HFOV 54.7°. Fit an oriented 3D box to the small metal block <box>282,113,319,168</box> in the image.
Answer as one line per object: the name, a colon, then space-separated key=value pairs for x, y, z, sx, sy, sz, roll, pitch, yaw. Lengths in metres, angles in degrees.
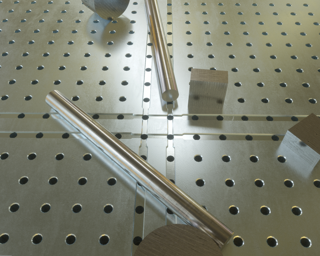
small metal block: x=0.196 y=0.015 z=0.396 sx=0.050 sy=0.025 sz=0.050 roll=-29 pitch=56 yaw=-22

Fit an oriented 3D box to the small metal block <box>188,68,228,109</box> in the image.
small metal block: x=0.067 y=-0.055 z=0.438 sx=0.050 sy=0.050 sz=0.025 roll=5 pitch=50 yaw=4

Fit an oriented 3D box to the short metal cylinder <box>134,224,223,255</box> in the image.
short metal cylinder: x=0.016 y=0.135 z=0.278 sx=0.081 sy=0.050 sz=0.080 roll=0 pitch=50 yaw=0

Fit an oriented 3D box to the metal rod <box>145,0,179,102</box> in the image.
metal rod: x=-0.003 y=-0.160 z=0.542 sx=0.025 sy=0.025 sz=0.300 roll=-5 pitch=50 yaw=-5

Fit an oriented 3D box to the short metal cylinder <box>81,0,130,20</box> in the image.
short metal cylinder: x=-0.103 y=-0.253 z=0.583 sx=0.080 sy=0.080 sz=0.050 roll=-33 pitch=58 yaw=-25

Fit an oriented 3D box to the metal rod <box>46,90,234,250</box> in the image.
metal rod: x=-0.043 y=0.036 z=0.376 sx=0.300 sy=0.025 sz=0.025 roll=36 pitch=59 yaw=26
